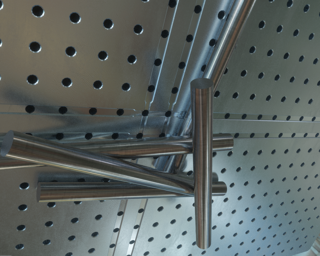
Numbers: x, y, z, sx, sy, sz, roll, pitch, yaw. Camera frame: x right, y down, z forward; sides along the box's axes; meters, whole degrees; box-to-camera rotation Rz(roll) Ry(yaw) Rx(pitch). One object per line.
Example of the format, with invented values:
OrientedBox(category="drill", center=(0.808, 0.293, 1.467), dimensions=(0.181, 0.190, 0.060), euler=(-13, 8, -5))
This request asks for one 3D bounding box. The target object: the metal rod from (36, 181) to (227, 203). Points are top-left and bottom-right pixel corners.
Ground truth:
OrientedBox(category="metal rod", center=(-0.021, 0.092, 0.458), dimensions=(0.302, 0.025, 0.025), euler=(6, 116, -32))

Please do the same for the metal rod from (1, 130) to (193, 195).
OrientedBox(category="metal rod", center=(-0.035, 0.055, 0.381), dimensions=(0.302, 0.025, 0.025), euler=(22, 107, -43))

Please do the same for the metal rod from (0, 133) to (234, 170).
OrientedBox(category="metal rod", center=(-0.045, 0.027, 0.384), dimensions=(0.303, 0.025, 0.025), euler=(-3, 120, -20))

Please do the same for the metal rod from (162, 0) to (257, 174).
OrientedBox(category="metal rod", center=(0.064, -0.056, 0.413), dimensions=(0.025, 0.025, 0.298), euler=(8, 115, -32))

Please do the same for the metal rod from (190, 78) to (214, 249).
OrientedBox(category="metal rod", center=(0.059, 0.070, 0.424), dimensions=(0.025, 0.025, 0.298), euler=(-20, 129, -17))
